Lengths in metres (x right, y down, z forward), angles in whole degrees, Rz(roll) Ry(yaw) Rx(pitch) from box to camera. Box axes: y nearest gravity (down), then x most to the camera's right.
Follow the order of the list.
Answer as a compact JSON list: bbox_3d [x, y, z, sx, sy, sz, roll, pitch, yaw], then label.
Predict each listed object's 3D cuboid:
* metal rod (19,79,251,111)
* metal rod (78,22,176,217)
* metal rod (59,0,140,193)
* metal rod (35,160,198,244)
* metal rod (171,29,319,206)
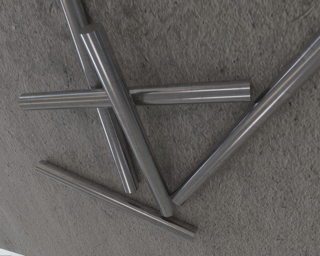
[{"bbox_3d":[-0.045,-0.038,0.381,0.301,0.025,0.025,-1,118,19],"label":"metal rod"},{"bbox_3d":[-0.027,0.016,0.388,0.025,0.025,0.299,3,133,27],"label":"metal rod"},{"bbox_3d":[-0.077,-0.036,0.425,0.025,0.025,0.298,0,119,28],"label":"metal rod"},{"bbox_3d":[-0.082,0.119,0.523,0.301,0.025,0.025,20,126,16],"label":"metal rod"},{"bbox_3d":[0.092,0.007,0.362,0.025,0.025,0.298,37,129,3],"label":"metal rod"}]
